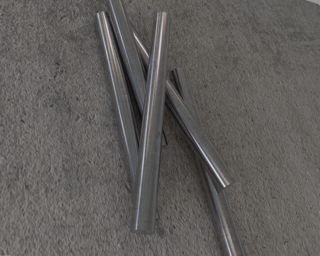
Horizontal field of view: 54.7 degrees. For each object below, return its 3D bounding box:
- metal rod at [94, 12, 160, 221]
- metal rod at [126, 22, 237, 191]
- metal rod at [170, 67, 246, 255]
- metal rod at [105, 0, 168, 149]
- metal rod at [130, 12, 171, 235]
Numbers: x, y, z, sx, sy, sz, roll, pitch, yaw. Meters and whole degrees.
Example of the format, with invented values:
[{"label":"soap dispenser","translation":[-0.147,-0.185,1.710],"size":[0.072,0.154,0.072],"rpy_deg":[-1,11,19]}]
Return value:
[{"label":"metal rod","translation":[-0.048,-0.030,0.396],"size":[0.025,0.025,0.299],"rpy_deg":[-1,62,-29]},{"label":"metal rod","translation":[0.008,-0.051,0.421],"size":[0.025,0.025,0.299],"rpy_deg":[-17,65,-35]},{"label":"metal rod","translation":[0.061,0.048,0.406],"size":[0.025,0.025,0.299],"rpy_deg":[0,62,-28]},{"label":"metal rod","translation":[-0.044,-0.113,0.426],"size":[0.025,0.025,0.299],"rpy_deg":[-8,73,-32]},{"label":"metal rod","translation":[-0.007,-0.028,0.376],"size":[0.025,0.025,0.299],"rpy_deg":[16,59,-19]}]
